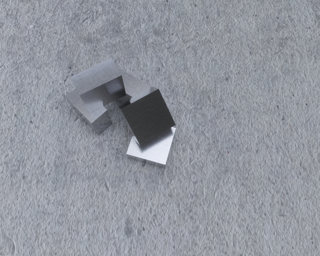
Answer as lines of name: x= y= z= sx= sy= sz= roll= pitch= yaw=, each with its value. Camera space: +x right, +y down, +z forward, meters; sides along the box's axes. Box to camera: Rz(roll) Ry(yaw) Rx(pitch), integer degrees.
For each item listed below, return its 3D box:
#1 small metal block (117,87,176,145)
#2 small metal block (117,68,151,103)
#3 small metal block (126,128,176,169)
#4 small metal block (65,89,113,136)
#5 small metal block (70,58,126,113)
small metal block: x=-0.017 y=-0.015 z=0.375 sx=0.050 sy=0.025 sz=0.050 roll=-30 pitch=110 yaw=-11
small metal block: x=-0.039 y=-0.047 z=0.413 sx=0.050 sy=0.050 sz=0.025 roll=31 pitch=73 yaw=10
small metal block: x=-0.011 y=0.020 z=0.402 sx=0.050 sy=0.025 sz=0.050 roll=15 pitch=71 yaw=5
small metal block: x=-0.091 y=-0.022 z=0.403 sx=0.025 sy=0.050 sz=0.050 roll=-43 pitch=76 yaw=-14
small metal block: x=-0.070 y=-0.048 z=0.360 sx=0.050 sy=0.050 sz=0.025 roll=-28 pitch=73 yaw=-10
